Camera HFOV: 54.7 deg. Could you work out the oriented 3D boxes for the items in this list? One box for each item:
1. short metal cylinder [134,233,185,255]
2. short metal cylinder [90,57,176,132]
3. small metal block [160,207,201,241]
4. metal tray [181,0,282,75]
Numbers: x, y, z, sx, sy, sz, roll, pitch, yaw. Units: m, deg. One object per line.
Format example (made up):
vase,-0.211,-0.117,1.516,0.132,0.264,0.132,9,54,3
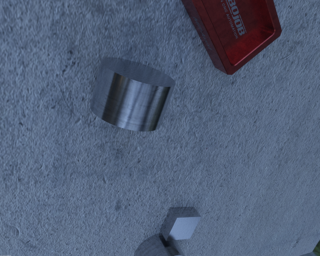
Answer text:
short metal cylinder,0.002,0.229,0.534,0.081,0.050,0.079,-14,124,-21
short metal cylinder,-0.029,-0.037,0.332,0.081,0.080,0.050,6,116,-31
small metal block,0.035,0.162,0.526,0.050,0.025,0.050,8,114,-32
metal tray,0.085,-0.138,0.364,0.090,0.030,0.130,-39,130,-2
